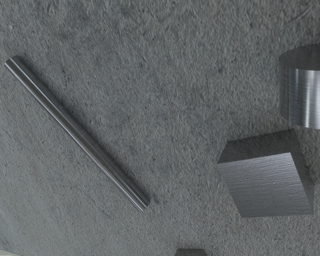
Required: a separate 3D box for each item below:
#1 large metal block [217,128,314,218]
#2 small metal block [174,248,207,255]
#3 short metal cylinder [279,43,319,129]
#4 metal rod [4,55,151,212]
[{"bbox_3d":[0.124,0.054,0.359,0.080,0.050,0.080,-15,111,34],"label":"large metal block"},{"bbox_3d":[0.056,0.230,0.518,0.050,0.025,0.050,-14,112,33],"label":"small metal block"},{"bbox_3d":[0.147,-0.039,0.270,0.080,0.080,0.050,3,120,26],"label":"short metal cylinder"},{"bbox_3d":[-0.122,0.013,0.476,0.300,0.025,0.025,49,128,-7],"label":"metal rod"}]
